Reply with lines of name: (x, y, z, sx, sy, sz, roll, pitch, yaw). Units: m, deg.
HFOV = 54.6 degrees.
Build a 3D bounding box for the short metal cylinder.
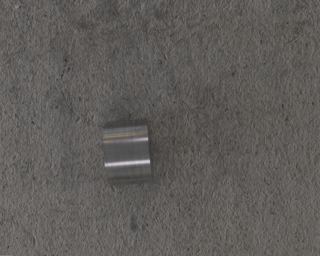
short metal cylinder: (-0.037, 0.029, 0.382, 0.050, 0.080, 0.080, -5, 90, 0)
